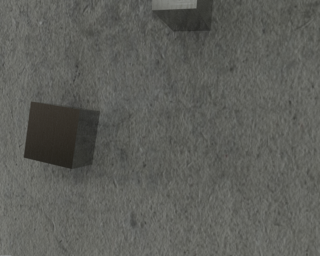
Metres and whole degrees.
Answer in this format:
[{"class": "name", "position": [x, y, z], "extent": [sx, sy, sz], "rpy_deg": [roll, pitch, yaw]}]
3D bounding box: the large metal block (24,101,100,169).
[{"class": "large metal block", "position": [-0.140, 0.009, 0.443], "extent": [0.080, 0.050, 0.079], "rpy_deg": [10, 93, 19]}]

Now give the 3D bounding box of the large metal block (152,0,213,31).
[{"class": "large metal block", "position": [0.031, -0.167, 0.368], "extent": [0.050, 0.080, 0.079], "rpy_deg": [5, 92, 19]}]
